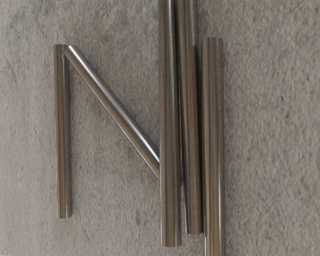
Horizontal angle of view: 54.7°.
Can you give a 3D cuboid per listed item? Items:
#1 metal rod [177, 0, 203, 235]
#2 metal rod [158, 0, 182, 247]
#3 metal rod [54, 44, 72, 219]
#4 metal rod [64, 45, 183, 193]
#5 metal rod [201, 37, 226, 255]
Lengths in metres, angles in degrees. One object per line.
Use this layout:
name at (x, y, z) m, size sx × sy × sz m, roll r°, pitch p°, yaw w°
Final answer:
metal rod at (0.037, -0.026, 0.372) m, size 0.025 × 0.025 × 0.298 m, roll -3°, pitch 88°, yaw 39°
metal rod at (0.011, -0.015, 0.375) m, size 0.025 × 0.025 × 0.298 m, roll -7°, pitch 80°, yaw 39°
metal rod at (-0.170, 0.005, 0.541) m, size 0.025 × 0.025 × 0.298 m, roll -3°, pitch 88°, yaw 39°
metal rod at (-0.065, -0.028, 0.456) m, size 0.300 × 0.025 × 0.025 m, roll 50°, pitch 119°, yaw 28°
metal rod at (0.061, 0.049, 0.353) m, size 0.025 × 0.025 × 0.298 m, roll -1°, pitch 89°, yaw 39°
